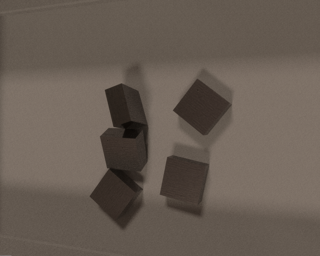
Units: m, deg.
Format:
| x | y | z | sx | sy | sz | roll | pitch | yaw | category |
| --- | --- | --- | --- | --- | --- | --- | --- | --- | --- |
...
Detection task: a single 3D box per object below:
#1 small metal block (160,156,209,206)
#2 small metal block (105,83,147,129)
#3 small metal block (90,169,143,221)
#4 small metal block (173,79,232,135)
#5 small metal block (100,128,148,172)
| x | y | z | sx | sy | sz | roll | pitch | yaw | category |
| --- | --- | --- | --- | --- | --- | --- | --- | --- | --- |
| 0.032 | 0.066 | 0.399 | 0.050 | 0.025 | 0.050 | 12 | 94 | 19 | small metal block |
| -0.044 | -0.027 | 0.410 | 0.025 | 0.050 | 0.050 | -18 | 79 | 18 | small metal block |
| -0.061 | 0.090 | 0.431 | 0.050 | 0.025 | 0.050 | 39 | 102 | 15 | small metal block |
| 0.054 | -0.026 | 0.391 | 0.050 | 0.025 | 0.050 | 41 | 102 | 15 | small metal block |
| -0.048 | 0.029 | 0.416 | 0.050 | 0.025 | 0.050 | 3 | 118 | 19 | small metal block |
